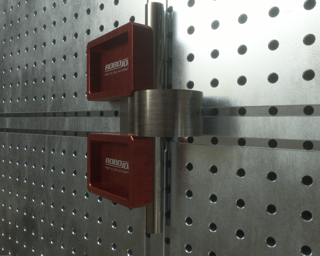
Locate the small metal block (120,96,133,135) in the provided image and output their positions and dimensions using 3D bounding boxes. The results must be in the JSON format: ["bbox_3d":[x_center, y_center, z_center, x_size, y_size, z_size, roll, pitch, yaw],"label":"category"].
[{"bbox_3d":[-0.037,-0.016,0.421,0.050,0.025,0.050,-177,88,-71],"label":"small metal block"}]

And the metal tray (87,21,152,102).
[{"bbox_3d":[-0.061,-0.086,0.434,0.130,0.030,0.089,0,90,52],"label":"metal tray"}]

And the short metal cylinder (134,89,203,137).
[{"bbox_3d":[0.010,-0.016,0.361,0.080,0.081,0.050,0,90,40],"label":"short metal cylinder"}]

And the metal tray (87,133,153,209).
[{"bbox_3d":[-0.060,0.053,0.433,0.130,0.030,0.089,1,91,52],"label":"metal tray"}]

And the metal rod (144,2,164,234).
[{"bbox_3d":[-0.008,-0.013,0.410,0.025,0.025,0.298,0,90,40],"label":"metal rod"}]
